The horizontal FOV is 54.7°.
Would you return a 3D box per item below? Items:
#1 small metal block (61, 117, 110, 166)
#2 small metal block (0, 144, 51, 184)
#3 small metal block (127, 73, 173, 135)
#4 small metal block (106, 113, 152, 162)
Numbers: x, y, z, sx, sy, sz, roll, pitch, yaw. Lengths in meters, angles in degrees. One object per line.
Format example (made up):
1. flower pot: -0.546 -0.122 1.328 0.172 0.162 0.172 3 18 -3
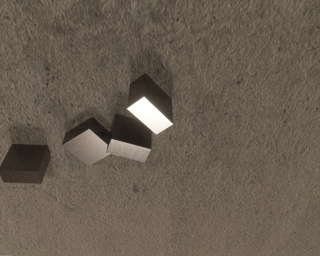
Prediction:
1. small metal block: -0.095 0.019 0.422 0.050 0.025 0.050 -29 125 22
2. small metal block: -0.186 0.049 0.430 0.050 0.050 0.025 3 130 -3
3. small metal block: -0.011 -0.029 0.366 0.025 0.050 0.050 -33 123 24
4. small metal block: -0.039 0.012 0.401 0.050 0.050 0.025 16 128 -14
